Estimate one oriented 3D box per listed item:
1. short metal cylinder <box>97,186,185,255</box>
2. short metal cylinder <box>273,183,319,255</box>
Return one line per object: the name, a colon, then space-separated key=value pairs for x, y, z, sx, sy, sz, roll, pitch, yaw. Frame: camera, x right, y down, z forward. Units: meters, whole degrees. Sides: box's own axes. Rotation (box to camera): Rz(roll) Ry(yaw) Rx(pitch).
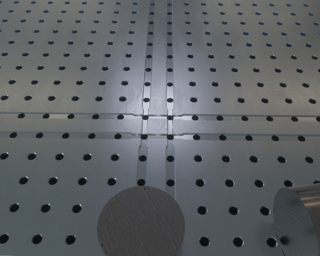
short metal cylinder: x=-0.017 y=0.104 z=0.303 sx=0.081 sy=0.050 sz=0.080 roll=0 pitch=50 yaw=0
short metal cylinder: x=0.150 y=0.094 z=0.294 sx=0.050 sy=0.080 sz=0.080 roll=-6 pitch=50 yaw=-5
